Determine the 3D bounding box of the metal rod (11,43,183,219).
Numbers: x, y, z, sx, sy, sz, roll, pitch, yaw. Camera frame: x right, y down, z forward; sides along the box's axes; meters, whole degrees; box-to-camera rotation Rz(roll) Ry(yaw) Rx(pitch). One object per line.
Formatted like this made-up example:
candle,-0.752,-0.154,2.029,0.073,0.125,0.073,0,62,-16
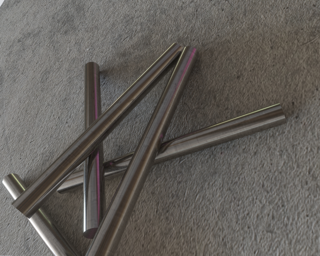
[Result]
metal rod,-0.061,-0.014,0.396,0.025,0.025,0.301,20,57,35

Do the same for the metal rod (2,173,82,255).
metal rod,-0.126,0.142,0.383,0.300,0.025,0.025,31,79,38

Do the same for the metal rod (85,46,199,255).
metal rod,-0.008,0.009,0.370,0.025,0.025,0.300,4,54,30

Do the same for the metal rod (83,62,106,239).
metal rod,-0.092,0.004,0.425,0.025,0.025,0.300,-25,45,13

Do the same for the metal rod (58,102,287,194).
metal rod,0.000,0.031,0.385,0.301,0.025,0.025,-19,54,16
